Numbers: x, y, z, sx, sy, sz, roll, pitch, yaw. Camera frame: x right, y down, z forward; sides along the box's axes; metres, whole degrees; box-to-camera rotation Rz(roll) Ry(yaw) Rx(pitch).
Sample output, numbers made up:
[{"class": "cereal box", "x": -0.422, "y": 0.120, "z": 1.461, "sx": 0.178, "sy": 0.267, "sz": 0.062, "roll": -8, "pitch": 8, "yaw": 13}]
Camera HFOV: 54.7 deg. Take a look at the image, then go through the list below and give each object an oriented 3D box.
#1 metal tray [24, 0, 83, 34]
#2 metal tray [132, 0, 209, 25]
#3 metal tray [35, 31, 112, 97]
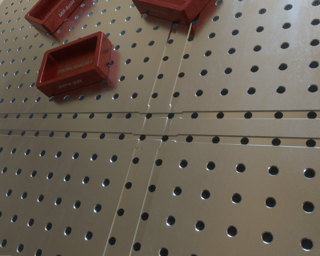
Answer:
[{"class": "metal tray", "x": -0.231, "y": -0.275, "z": 0.691, "sx": 0.090, "sy": 0.030, "sz": 0.130, "roll": 30, "pitch": 78, "yaw": 37}, {"class": "metal tray", "x": 0.024, "y": -0.233, "z": 0.533, "sx": 0.130, "sy": 0.030, "sz": 0.090, "roll": 31, "pitch": 78, "yaw": 37}, {"class": "metal tray", "x": -0.153, "y": -0.113, "z": 0.552, "sx": 0.130, "sy": 0.030, "sz": 0.090, "roll": -13, "pitch": 56, "yaw": 20}]
